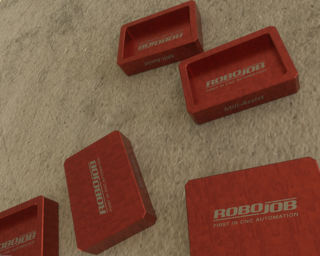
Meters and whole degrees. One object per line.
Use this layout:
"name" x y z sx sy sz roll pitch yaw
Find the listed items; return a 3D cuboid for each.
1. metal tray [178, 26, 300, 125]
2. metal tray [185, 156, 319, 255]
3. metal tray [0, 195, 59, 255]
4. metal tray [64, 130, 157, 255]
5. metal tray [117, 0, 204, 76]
"metal tray" 0.094 -0.066 0.391 0.130 0.030 0.090 -19 54 16
"metal tray" 0.093 0.086 0.299 0.130 0.030 0.090 -15 56 19
"metal tray" -0.196 0.154 0.406 0.130 0.030 0.090 -24 53 13
"metal tray" -0.067 0.076 0.388 0.090 0.030 0.130 -30 52 8
"metal tray" -0.001 -0.140 0.485 0.130 0.030 0.090 -12 56 21
